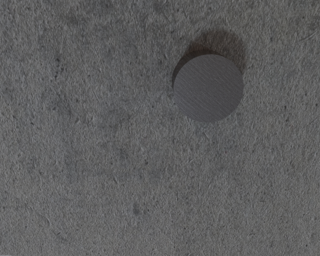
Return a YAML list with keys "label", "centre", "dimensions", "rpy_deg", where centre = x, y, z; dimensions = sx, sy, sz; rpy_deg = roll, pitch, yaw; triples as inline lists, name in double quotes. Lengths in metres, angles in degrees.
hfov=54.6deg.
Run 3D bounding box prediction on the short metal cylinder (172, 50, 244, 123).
- label: "short metal cylinder"
  centre: [0.056, -0.052, 0.377]
  dimensions: [0.080, 0.050, 0.079]
  rpy_deg: [0, 110, 0]
